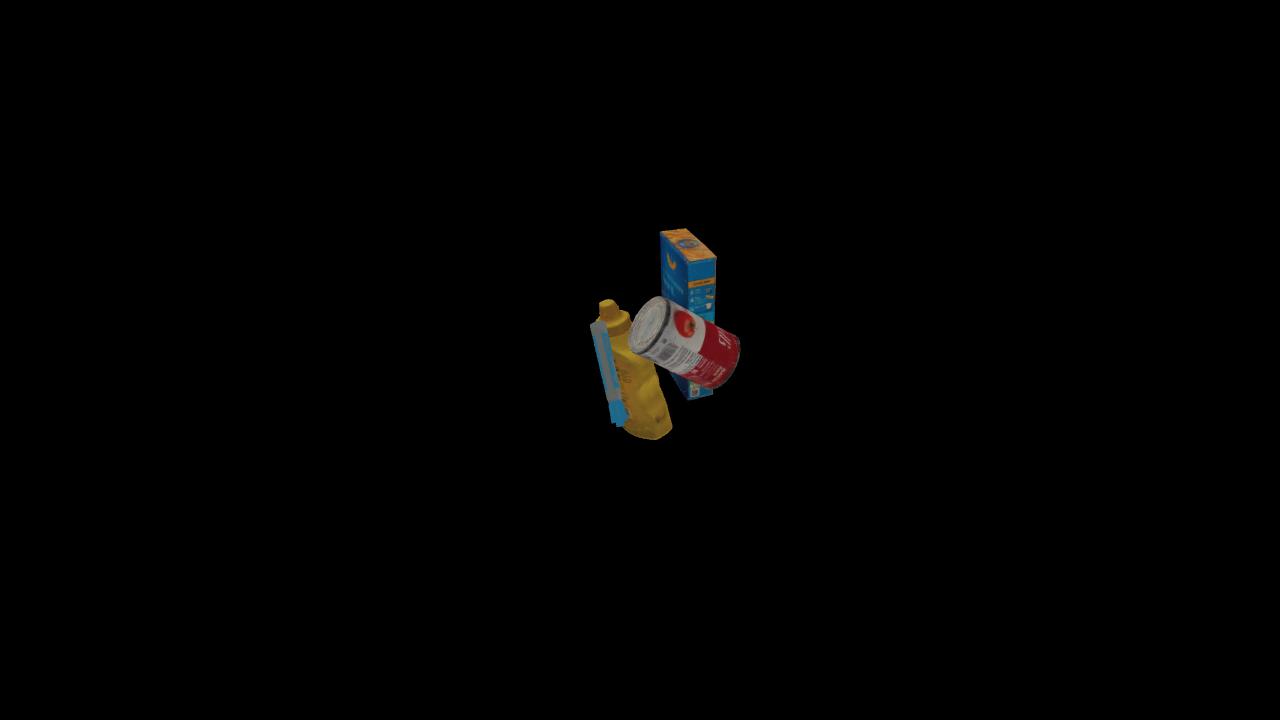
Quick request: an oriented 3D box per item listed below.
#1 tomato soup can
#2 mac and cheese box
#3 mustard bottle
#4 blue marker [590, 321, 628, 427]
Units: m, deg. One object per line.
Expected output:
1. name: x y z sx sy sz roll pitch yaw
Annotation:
1. tomato soup can: 0.046 -0.018 0.649 0.101 0.068 0.068 25 -12 -27
2. mac and cheese box: 0.056 -0.053 0.735 0.041 0.184 0.093 -11 35 -13
3. mustard bottle: -0.016 0.008 0.750 0.054 0.184 0.092 -30 33 -20
4. blue marker: -0.035 0.015 0.688 0.020 0.121 0.020 -13 -12 -3
